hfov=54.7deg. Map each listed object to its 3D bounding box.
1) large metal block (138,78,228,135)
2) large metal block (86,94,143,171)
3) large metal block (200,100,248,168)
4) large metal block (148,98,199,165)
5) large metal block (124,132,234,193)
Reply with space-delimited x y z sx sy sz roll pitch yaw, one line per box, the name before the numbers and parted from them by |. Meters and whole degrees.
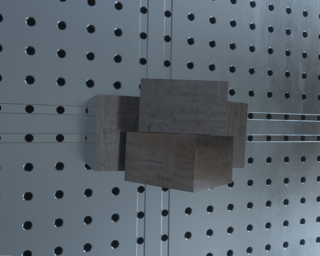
large metal block | 0.023 -0.019 0.325 0.080 0.080 0.050 2 89 2
large metal block | -0.056 0.005 0.364 0.050 0.080 0.079 2 90 -20
large metal block | 0.069 0.008 0.410 0.050 0.080 0.080 4 89 -20
large metal block | 0.003 0.005 0.399 0.081 0.050 0.079 3 89 -20
large metal block | 0.021 0.031 0.321 0.080 0.080 0.050 4 88 -53
